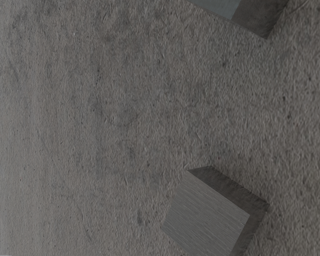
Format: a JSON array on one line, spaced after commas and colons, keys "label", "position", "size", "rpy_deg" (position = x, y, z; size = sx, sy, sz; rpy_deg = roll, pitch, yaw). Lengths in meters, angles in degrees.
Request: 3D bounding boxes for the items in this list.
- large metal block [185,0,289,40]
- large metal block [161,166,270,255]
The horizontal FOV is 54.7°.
[{"label": "large metal block", "position": [0.071, -0.136, 0.310], "size": [0.080, 0.081, 0.050], "rpy_deg": [40, 115, 32]}, {"label": "large metal block", "position": [0.059, 0.098, 0.340], "size": [0.080, 0.050, 0.079], "rpy_deg": [33, 110, 35]}]
